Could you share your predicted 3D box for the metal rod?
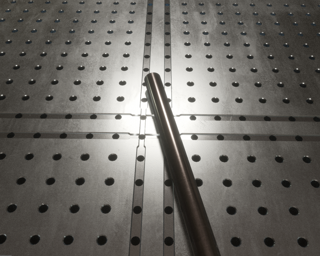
[{"bbox_3d":[0.021,0.037,0.376,0.025,0.025,0.300,-9,51,-8],"label":"metal rod"}]
